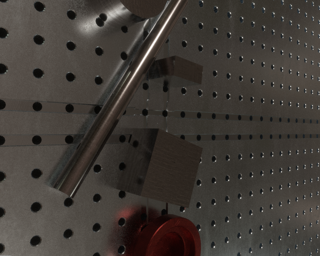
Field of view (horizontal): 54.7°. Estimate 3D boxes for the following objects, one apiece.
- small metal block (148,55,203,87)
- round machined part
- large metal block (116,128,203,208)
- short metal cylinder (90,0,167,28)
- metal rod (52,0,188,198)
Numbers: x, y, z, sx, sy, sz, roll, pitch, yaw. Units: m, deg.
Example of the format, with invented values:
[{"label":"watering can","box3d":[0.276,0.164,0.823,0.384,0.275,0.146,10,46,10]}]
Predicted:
[{"label":"small metal block","box3d":[0.021,-0.073,0.412,0.050,0.050,0.025,10,84,-40]},{"label":"round machined part","box3d":[0.005,0.162,0.405,0.099,0.042,0.097,0,90,-40]},{"label":"large metal block","box3d":[0.001,0.051,0.396,0.080,0.050,0.080,25,74,-38]},{"label":"short metal cylinder","box3d":[-0.037,-0.163,0.363,0.081,0.050,0.079,0,91,-40]},{"label":"metal rod","box3d":[-0.037,-0.056,0.379,0.025,0.025,0.300,42,64,-32]}]
